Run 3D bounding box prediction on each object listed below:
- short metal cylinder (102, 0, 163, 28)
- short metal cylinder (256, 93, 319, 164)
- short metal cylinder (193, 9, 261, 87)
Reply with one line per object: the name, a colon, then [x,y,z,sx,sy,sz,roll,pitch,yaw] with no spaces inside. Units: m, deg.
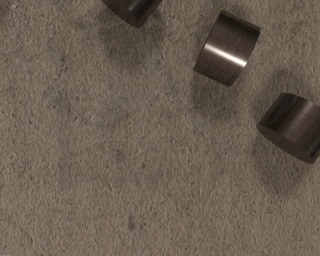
short metal cylinder: [-0.040,-0.170,0.382,0.080,0.080,0.050,39,90,-1]
short metal cylinder: [0.169,0.000,0.385,0.080,0.080,0.050,37,90,-1]
short metal cylinder: [0.081,-0.098,0.384,0.050,0.080,0.080,25,90,0]
